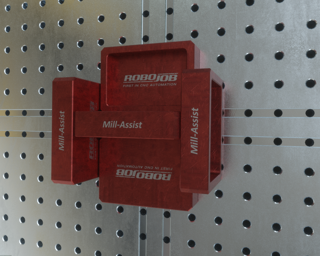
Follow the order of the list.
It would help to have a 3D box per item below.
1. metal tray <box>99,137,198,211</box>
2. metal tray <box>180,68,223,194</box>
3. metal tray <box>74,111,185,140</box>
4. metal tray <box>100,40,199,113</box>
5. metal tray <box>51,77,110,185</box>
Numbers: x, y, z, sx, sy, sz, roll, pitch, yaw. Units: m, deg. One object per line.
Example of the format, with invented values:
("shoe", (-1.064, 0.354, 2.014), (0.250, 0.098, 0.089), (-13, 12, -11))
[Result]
("metal tray", (-0.017, 0.057, 0.413), (0.130, 0.030, 0.089), (1, 90, 19))
("metal tray", (0.050, 0.003, 0.359), (0.030, 0.090, 0.129), (1, 90, 20))
("metal tray", (-0.027, -0.004, 0.385), (0.130, 0.090, 0.030), (1, 91, 19))
("metal tray", (-0.015, -0.064, 0.414), (0.130, 0.030, 0.089), (1, 90, 19))
("metal tray", (-0.102, 0.003, 0.412), (0.030, 0.090, 0.129), (1, 90, 20))
